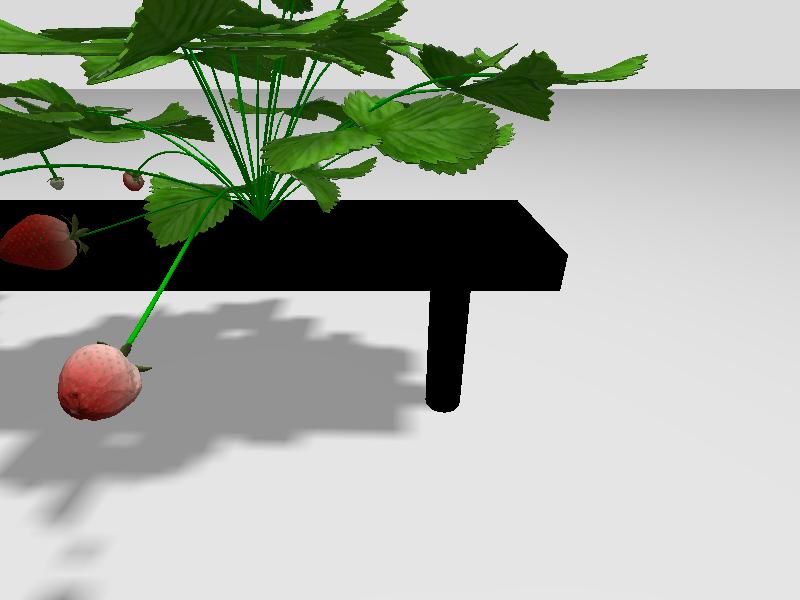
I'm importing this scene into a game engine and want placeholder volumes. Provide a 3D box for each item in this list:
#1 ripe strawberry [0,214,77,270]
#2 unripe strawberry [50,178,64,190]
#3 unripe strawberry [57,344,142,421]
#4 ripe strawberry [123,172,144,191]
[{"bbox_3d":[-0.238,-0.037,0.263,0.039,0.038,0.036,-25,38,-36],"label":"ripe strawberry"},{"bbox_3d":[-0.307,-0.104,0.359,0.010,0.010,0.011,-2,29,-3],"label":"unripe strawberry"},{"bbox_3d":[-0.112,0.032,0.148,0.025,0.028,0.027,-2,30,-3],"label":"unripe strawberry"},{"bbox_3d":[-0.295,-0.131,0.443,0.022,0.022,0.020,-24,11,40],"label":"ripe strawberry"}]
